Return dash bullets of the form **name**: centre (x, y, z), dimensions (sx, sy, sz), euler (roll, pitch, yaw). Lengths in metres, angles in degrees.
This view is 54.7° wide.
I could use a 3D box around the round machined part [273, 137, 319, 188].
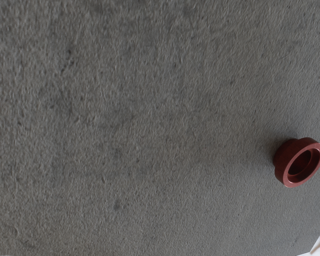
- **round machined part**: centre (0.250, 0.059, 0.572), dimensions (0.099, 0.042, 0.097), euler (-14, 125, -21)
